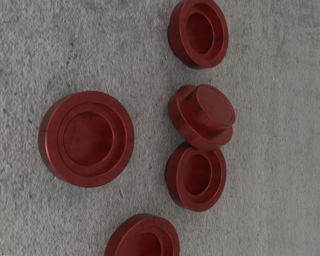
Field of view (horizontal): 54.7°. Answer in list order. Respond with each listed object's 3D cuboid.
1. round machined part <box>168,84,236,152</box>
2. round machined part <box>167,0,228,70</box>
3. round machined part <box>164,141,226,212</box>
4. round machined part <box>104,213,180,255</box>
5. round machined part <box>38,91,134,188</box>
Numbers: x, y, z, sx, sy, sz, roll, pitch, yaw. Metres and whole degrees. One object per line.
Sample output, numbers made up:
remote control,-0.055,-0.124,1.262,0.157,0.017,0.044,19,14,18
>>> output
round machined part,0.063,-0.020,0.417,0.099,0.042,0.098,24,44,-25
round machined part,0.049,-0.130,0.434,0.099,0.042,0.097,0,90,-40
round machined part,0.045,0.064,0.432,0.099,0.042,0.097,0,90,-40
round machined part,-0.026,0.151,0.372,0.099,0.042,0.097,0,90,-40
round machined part,-0.079,0.011,0.327,0.099,0.042,0.097,0,90,-40
